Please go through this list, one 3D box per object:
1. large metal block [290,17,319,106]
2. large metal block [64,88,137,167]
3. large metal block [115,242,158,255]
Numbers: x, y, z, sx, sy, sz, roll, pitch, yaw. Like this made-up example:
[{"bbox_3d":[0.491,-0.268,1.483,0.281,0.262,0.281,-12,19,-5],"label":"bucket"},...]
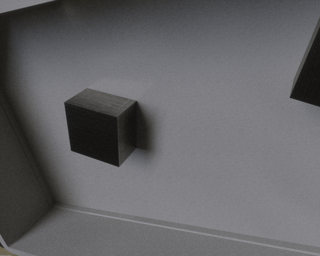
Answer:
[{"bbox_3d":[0.170,-0.058,0.267,0.080,0.050,0.079,20,126,16],"label":"large metal block"},{"bbox_3d":[-0.080,-0.002,0.434,0.080,0.050,0.079,16,125,19],"label":"large metal block"},{"bbox_3d":[-0.039,0.268,0.581,0.080,0.050,0.080,-29,103,37],"label":"large metal block"}]
